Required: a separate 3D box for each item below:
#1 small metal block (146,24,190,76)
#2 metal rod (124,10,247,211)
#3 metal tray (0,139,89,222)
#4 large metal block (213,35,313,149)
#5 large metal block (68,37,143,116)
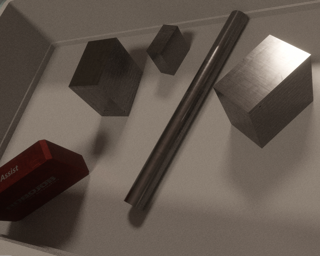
[{"bbox_3d":[0.013,-0.113,0.451,0.025,0.050,0.050,20,72,35],"label":"small metal block"},{"bbox_3d":[0.040,-0.034,0.403,0.025,0.025,0.300,19,71,35],"label":"metal rod"},{"bbox_3d":[-0.171,0.073,0.403,0.130,0.090,0.030,-34,64,5],"label":"metal tray"},{"bbox_3d":[0.114,-0.036,0.333,0.080,0.080,0.050,-43,51,-1],"label":"large metal block"},{"bbox_3d":[-0.075,-0.071,0.452,0.050,0.080,0.080,1,62,28],"label":"large metal block"}]
